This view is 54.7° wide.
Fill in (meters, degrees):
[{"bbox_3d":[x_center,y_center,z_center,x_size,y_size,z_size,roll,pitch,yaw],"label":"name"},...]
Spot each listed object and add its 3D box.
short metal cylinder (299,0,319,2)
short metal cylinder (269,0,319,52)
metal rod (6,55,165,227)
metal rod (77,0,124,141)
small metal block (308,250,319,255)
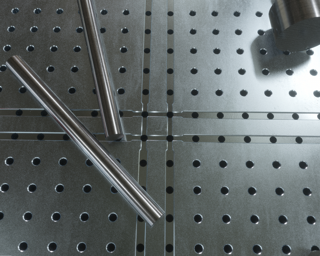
[{"bbox_3d":[0.242,-0.250,0.491,0.081,0.050,0.080,0,70,0],"label":"short metal cylinder"},{"bbox_3d":[0.201,-0.151,0.439,0.081,0.080,0.050,-4,70,-2],"label":"short metal cylinder"},{"bbox_3d":[-0.106,0.008,0.407,0.025,0.025,0.300,-42,75,-14],"label":"metal rod"},{"bbox_3d":[-0.096,-0.124,0.456,0.025,0.025,0.299,-13,71,-5],"label":"metal rod"},{"bbox_3d":[0.183,0.176,0.349,0.050,0.025,0.050,-41,75,-14],"label":"small metal block"}]
